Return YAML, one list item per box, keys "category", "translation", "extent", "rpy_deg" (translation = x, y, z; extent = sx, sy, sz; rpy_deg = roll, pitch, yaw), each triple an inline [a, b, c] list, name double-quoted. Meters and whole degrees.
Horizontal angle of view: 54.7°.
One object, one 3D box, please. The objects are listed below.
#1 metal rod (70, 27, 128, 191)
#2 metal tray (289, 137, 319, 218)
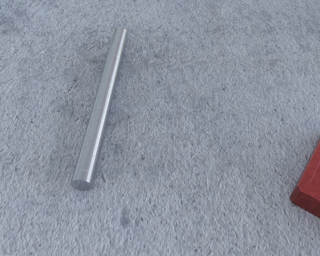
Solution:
- category: "metal rod"
  translation: [-0.078, -0.050, 0.443]
  extent: [0.025, 0.025, 0.300]
  rpy_deg: [3, 50, 2]
- category: "metal tray"
  translation: [0.220, 0.053, 0.357]
  extent: [0.090, 0.030, 0.131]
  rpy_deg: [29, 56, 22]
